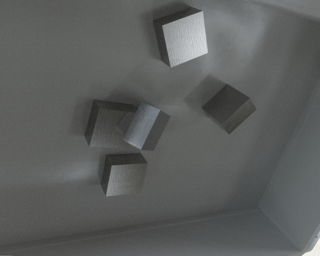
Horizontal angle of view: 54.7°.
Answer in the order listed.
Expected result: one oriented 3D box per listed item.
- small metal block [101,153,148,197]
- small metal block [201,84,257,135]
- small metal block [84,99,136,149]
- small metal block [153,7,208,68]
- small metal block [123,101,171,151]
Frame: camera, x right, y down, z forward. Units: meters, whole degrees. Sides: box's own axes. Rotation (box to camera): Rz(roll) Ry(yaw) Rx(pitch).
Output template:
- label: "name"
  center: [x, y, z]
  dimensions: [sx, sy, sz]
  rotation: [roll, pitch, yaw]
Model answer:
- label: "small metal block"
  center: [-0.049, 0.063, 0.421]
  dimensions: [0.050, 0.025, 0.050]
  rotation: [0, 119, -28]
- label: "small metal block"
  center: [0.094, -0.027, 0.427]
  dimensions: [0.050, 0.050, 0.025]
  rotation: [-43, 129, 1]
- label: "small metal block"
  center: [-0.058, -0.004, 0.374]
  dimensions: [0.050, 0.025, 0.050]
  rotation: [5, 116, -31]
- label: "small metal block"
  center: [0.024, -0.105, 0.357]
  dimensions: [0.050, 0.025, 0.050]
  rotation: [-24, 127, -14]
- label: "small metal block"
  center: [-0.015, -0.001, 0.377]
  dimensions: [0.050, 0.025, 0.050]
  rotation: [-64, 164, 1]
